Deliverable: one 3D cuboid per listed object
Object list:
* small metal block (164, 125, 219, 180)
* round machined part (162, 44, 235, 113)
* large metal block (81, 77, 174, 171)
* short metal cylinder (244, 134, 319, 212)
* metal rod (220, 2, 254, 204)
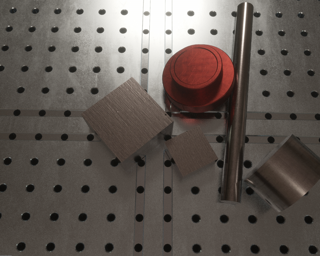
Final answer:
[{"bbox_3d":[0.039,0.032,0.400,0.050,0.025,0.050,-25,72,-9],"label":"small metal block"},{"bbox_3d":[0.051,-0.073,0.419,0.098,0.042,0.098,-5,68,12],"label":"round machined part"},{"bbox_3d":[-0.040,-0.004,0.400,0.080,0.050,0.080,-39,75,-13],"label":"large metal block"},{"bbox_3d":[0.146,0.052,0.365,0.080,0.080,0.050,-41,76,-14],"label":"short metal cylinder"},{"bbox_3d":[0.109,-0.048,0.430,0.025,0.025,0.299,9,70,3],"label":"metal rod"}]
